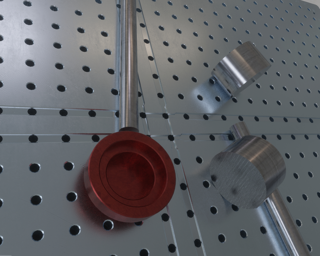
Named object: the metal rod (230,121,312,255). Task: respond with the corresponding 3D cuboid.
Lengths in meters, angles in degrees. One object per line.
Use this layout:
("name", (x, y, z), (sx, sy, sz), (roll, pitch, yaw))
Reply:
("metal rod", (0.168, 0.127, 0.421), (0.025, 0.025, 0.299), (-8, 66, -32))

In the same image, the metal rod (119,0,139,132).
("metal rod", (-0.046, -0.125, 0.458), (0.025, 0.025, 0.299), (10, 57, -23))

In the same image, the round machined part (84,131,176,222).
("round machined part", (-0.035, 0.056, 0.344), (0.099, 0.042, 0.098), (14, 56, -21))

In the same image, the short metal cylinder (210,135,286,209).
("short metal cylinder", (0.112, 0.056, 0.399), (0.050, 0.080, 0.080), (-29, 78, -37))

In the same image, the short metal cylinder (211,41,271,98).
("short metal cylinder", (0.130, -0.093, 0.500), (0.081, 0.080, 0.050), (-30, 79, -38))
